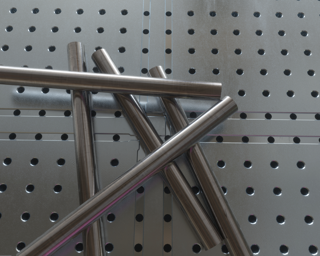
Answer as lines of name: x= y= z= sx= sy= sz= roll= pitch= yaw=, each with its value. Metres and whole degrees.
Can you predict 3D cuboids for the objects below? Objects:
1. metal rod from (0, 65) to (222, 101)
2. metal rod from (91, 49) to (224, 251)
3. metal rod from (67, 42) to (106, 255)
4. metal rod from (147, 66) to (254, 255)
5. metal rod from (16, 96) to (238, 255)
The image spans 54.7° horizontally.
metal rod: x=-0.072 y=-0.059 z=0.406 sx=0.302 sy=0.025 sz=0.025 roll=5 pitch=70 yaw=1
metal rod: x=-0.012 y=0.015 z=0.405 sx=0.025 sy=0.025 sz=0.299 roll=-29 pitch=73 yaw=-10
metal rod: x=-0.098 y=0.019 z=0.403 sx=0.025 sy=0.025 sz=0.299 roll=-9 pitch=70 yaw=-4
metal rod: x=0.051 y=0.049 z=0.394 sx=0.025 sy=0.025 sz=0.299 roll=-21 pitch=72 yaw=-8
metal rod: x=-0.027 y=0.056 z=0.364 sx=0.301 sy=0.025 sz=0.025 roll=-36 pitch=74 yaw=-13
